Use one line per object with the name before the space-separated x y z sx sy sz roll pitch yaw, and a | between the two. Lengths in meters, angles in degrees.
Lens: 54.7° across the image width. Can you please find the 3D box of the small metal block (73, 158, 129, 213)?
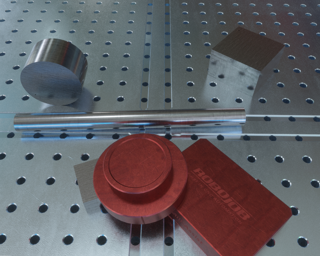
small metal block | -0.066 0.062 0.355 0.050 0.025 0.050 -17 52 -14

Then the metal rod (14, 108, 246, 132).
metal rod | -0.038 -0.011 0.416 0.302 0.025 0.025 -2 50 -2

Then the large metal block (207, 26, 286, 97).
large metal block | 0.133 -0.105 0.481 0.080 0.050 0.080 32 57 24

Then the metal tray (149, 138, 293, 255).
metal tray | 0.061 0.079 0.339 0.091 0.030 0.130 -33 58 -25

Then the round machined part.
round machined part | -0.021 0.045 0.320 0.099 0.042 0.098 -2 54 3

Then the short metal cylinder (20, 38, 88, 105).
short metal cylinder | -0.146 -0.077 0.435 0.081 0.080 0.050 1 50 0
